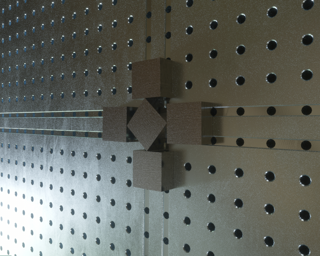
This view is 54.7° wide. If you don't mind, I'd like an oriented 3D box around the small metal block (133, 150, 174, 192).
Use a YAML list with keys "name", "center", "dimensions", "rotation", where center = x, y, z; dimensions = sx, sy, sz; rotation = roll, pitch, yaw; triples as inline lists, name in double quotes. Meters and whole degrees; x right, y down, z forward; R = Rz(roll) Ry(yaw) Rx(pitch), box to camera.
- name: "small metal block"
  center: [-0.009, 0.055, 0.415]
  dimensions: [0.050, 0.025, 0.050]
  rotation: [1, 90, 39]

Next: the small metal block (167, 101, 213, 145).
- name: "small metal block"
  center: [0.036, -0.005, 0.378]
  dimensions: [0.050, 0.025, 0.050]
  rotation: [0, 90, 39]

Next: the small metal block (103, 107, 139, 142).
- name: "small metal block"
  center: [-0.058, -0.006, 0.454]
  dimensions: [0.050, 0.025, 0.050]
  rotation: [2, 91, 39]

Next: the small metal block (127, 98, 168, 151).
- name: "small metal block"
  center: [-0.011, -0.005, 0.416]
  dimensions: [0.050, 0.025, 0.050]
  rotation: [50, 119, 28]

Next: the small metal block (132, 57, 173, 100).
- name: "small metal block"
  center: [-0.011, -0.064, 0.416]
  dimensions: [0.050, 0.025, 0.050]
  rotation: [-1, 90, 39]
